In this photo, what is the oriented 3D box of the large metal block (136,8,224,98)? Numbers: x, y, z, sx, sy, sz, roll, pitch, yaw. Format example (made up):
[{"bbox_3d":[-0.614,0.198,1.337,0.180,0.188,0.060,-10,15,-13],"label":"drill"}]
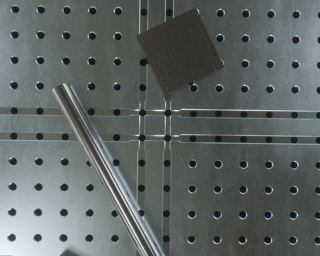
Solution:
[{"bbox_3d":[0.024,-0.093,0.401,0.080,0.050,0.080,-26,90,-1],"label":"large metal block"}]

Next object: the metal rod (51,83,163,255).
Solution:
[{"bbox_3d":[-0.062,0.078,0.412,0.025,0.025,0.299,-29,90,0],"label":"metal rod"}]
